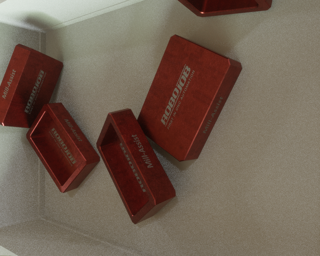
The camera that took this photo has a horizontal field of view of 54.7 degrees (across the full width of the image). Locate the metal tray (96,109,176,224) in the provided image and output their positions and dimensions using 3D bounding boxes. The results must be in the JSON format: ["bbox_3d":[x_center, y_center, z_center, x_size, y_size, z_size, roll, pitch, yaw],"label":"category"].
[{"bbox_3d":[-0.037,0.051,0.408,0.130,0.030,0.089,60,146,20],"label":"metal tray"}]

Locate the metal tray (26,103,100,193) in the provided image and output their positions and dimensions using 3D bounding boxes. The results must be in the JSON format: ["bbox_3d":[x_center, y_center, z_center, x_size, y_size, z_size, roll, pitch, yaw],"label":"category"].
[{"bbox_3d":[-0.167,0.032,0.524,0.130,0.030,0.090,52,120,16],"label":"metal tray"}]

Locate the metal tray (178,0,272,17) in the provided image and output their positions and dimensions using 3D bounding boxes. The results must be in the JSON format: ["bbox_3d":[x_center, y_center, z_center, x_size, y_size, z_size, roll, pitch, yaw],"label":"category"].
[{"bbox_3d":[0.045,-0.152,0.298,0.090,0.131,0.030,10,88,39],"label":"metal tray"}]

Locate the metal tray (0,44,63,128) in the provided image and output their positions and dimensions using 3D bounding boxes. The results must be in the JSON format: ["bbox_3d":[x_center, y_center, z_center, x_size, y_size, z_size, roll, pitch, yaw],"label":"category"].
[{"bbox_3d":[-0.223,-0.066,0.525,0.030,0.090,0.129,23,93,16],"label":"metal tray"}]

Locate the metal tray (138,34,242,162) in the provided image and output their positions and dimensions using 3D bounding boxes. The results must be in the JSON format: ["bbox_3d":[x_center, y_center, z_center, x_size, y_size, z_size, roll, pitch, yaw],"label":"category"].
[{"bbox_3d":[0.030,-0.036,0.378,0.090,0.030,0.129,36,112,34],"label":"metal tray"}]
